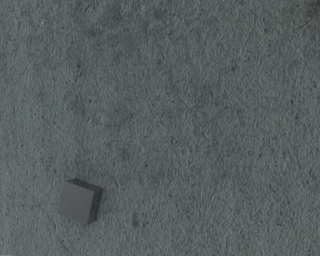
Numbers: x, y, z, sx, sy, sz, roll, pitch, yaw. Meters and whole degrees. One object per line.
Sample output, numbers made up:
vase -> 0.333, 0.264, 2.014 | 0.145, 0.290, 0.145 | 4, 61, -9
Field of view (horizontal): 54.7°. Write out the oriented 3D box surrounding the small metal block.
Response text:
small metal block -> -0.115, 0.106, 0.450 | 0.050, 0.025, 0.050 | 15, 95, 19
